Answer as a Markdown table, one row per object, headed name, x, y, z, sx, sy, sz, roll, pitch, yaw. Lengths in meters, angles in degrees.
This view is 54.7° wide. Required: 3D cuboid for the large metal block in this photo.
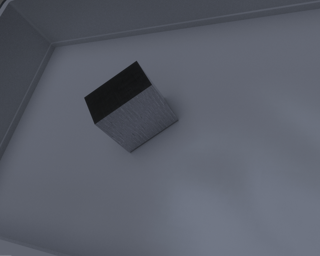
| name | x | y | z | sx | sy | sz | roll | pitch | yaw |
| --- | --- | --- | --- | --- | --- | --- | --- | --- | --- |
| large metal block | -0.035 | -0.025 | 0.399 | 0.080 | 0.080 | 0.050 | -34 | 52 | 5 |
